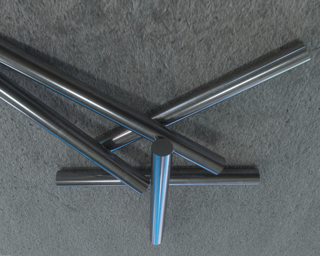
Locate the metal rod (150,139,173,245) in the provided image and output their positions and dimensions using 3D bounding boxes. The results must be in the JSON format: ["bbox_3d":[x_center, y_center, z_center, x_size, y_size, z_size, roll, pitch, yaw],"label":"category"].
[{"bbox_3d":[-0.002,0.115,0.469,0.025,0.025,0.298,1,141,-1],"label":"metal rod"}]

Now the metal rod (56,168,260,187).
[{"bbox_3d":[-0.003,0.075,0.470,0.302,0.025,0.025,-1,130,0],"label":"metal rod"}]

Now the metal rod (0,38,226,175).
[{"bbox_3d":[-0.053,-0.020,0.364,0.301,0.025,0.025,28,125,-13],"label":"metal rod"}]

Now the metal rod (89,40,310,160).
[{"bbox_3d":[0.029,-0.024,0.386,0.300,0.025,0.025,-25,126,19],"label":"metal rod"}]

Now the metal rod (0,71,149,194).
[{"bbox_3d":[-0.131,-0.008,0.376,0.301,0.025,0.025,39,120,-21],"label":"metal rod"}]
